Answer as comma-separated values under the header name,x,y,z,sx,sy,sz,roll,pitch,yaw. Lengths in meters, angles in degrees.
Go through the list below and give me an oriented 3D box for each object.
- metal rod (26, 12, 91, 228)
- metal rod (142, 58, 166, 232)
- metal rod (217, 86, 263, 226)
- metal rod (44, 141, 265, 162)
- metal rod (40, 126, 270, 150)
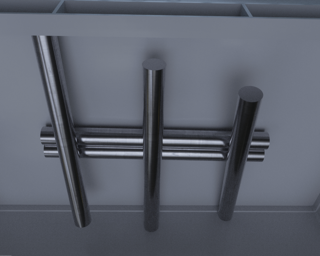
name,x,y,z,sx,sy,sz,roll,pitch,yaw
metal rod,-0.117,0.014,0.386,0.025,0.025,0.298,-1,122,0
metal rod,-0.010,0.047,0.415,0.025,0.025,0.298,1,131,-1
metal rod,0.104,0.063,0.433,0.025,0.025,0.298,-3,139,2
metal rod,-0.006,0.032,0.435,0.302,0.025,0.025,1,130,-2
metal rod,-0.005,0.014,0.420,0.302,0.025,0.025,1,130,-2
